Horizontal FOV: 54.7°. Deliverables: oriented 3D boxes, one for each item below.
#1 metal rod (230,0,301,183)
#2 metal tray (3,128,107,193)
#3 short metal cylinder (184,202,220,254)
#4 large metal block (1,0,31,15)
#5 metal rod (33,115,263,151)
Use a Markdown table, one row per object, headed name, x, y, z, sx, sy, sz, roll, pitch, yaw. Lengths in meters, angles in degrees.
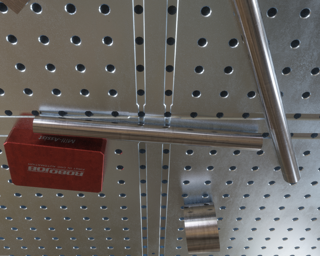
| name | x | y | z | sx | sy | sz | roll | pitch | yaw |
| --- | --- | --- | --- | --- | --- | --- | --- | --- | --- |
| metal rod | 0.142 | -0.028 | 0.389 | 0.025 | 0.025 | 0.299 | -19 | 128 | 15 |
| metal tray | -0.147 | 0.049 | 0.448 | 0.131 | 0.030 | 0.089 | 7 | 130 | -7 |
| short metal cylinder | 0.069 | 0.167 | 0.519 | 0.050 | 0.080 | 0.080 | -7 | 130 | 5 |
| large metal block | -0.124 | -0.160 | 0.257 | 0.080 | 0.050 | 0.080 | -35 | 122 | 25 |
| metal rod | -0.012 | 0.008 | 0.417 | 0.302 | 0.025 | 0.025 | 5 | 130 | -5 |
